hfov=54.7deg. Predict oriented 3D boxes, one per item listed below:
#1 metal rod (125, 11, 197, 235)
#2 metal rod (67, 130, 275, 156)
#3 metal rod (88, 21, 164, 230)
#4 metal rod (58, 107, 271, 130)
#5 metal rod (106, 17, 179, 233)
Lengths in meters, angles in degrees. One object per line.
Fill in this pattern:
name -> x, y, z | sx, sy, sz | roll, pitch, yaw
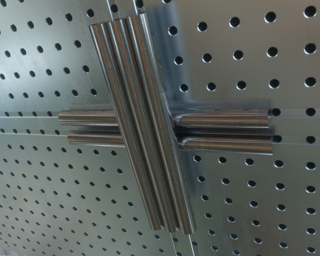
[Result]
metal rod -> 0.009, 0.014, 0.382 | 0.025, 0.025, 0.298 | 0, 119, 27
metal rod -> -0.004, 0.017, 0.423 | 0.301, 0.025, 0.025 | 1, 119, 27
metal rod -> -0.035, 0.015, 0.406 | 0.025, 0.025, 0.298 | 0, 119, 27
metal rod -> -0.013, -0.013, 0.409 | 0.301, 0.025, 0.025 | 1, 119, 27
metal rod -> -0.013, 0.015, 0.394 | 0.025, 0.025, 0.298 | 0, 119, 27
